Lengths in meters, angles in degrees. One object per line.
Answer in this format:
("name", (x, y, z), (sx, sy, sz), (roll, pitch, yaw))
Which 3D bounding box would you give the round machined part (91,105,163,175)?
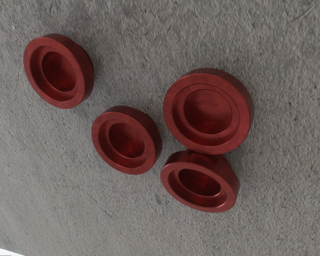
("round machined part", (-0.041, 0.013, 0.425), (0.098, 0.042, 0.097), (13, 124, 21))

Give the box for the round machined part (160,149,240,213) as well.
("round machined part", (0.053, 0.062, 0.397), (0.098, 0.042, 0.097), (17, 139, 16))

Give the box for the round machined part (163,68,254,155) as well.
("round machined part", (0.057, -0.022, 0.352), (0.098, 0.042, 0.097), (13, 122, 21))

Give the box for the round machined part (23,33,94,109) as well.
("round machined part", (-0.129, -0.078, 0.416), (0.098, 0.042, 0.097), (13, 124, 21))
